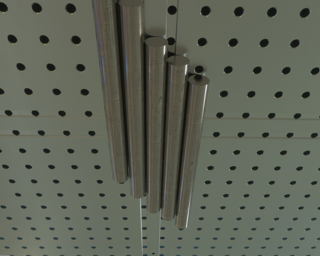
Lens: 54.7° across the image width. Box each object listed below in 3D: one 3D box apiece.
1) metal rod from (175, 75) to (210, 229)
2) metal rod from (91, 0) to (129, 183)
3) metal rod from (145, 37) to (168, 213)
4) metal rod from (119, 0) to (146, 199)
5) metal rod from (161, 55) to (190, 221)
[{"bbox_3d":[0.042,0.057,0.460,0.025,0.025,0.298,1,130,-1],"label":"metal rod"},{"bbox_3d":[-0.057,-0.039,0.377,0.025,0.025,0.298,1,130,-1],"label":"metal rod"},{"bbox_3d":[-0.007,0.021,0.428,0.025,0.025,0.298,1,130,-1],"label":"metal rod"},{"bbox_3d":[-0.032,-0.010,0.401,0.025,0.025,0.298,1,130,-1],"label":"metal rod"},{"bbox_3d":[0.017,0.038,0.443,0.025,0.025,0.298,1,130,-1],"label":"metal rod"}]
